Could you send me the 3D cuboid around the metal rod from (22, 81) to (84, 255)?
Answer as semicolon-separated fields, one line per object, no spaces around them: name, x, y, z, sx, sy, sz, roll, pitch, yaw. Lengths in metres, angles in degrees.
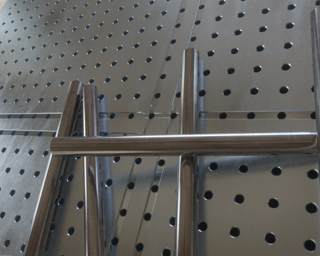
metal rod;-0.152;0.057;0.454;0.025;0.025;0.300;-9;58;23

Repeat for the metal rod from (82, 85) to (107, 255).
metal rod;-0.091;0.058;0.421;0.025;0.025;0.300;-22;53;15

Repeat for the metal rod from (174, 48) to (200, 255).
metal rod;0.035;0.022;0.376;0.025;0.025;0.300;-10;57;23

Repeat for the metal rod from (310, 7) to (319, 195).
metal rod;0.169;-0.020;0.310;0.025;0.025;0.300;-3;54;27

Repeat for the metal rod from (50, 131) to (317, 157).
metal rod;0.015;0.020;0.352;0.301;0.025;0.025;-2;60;14
